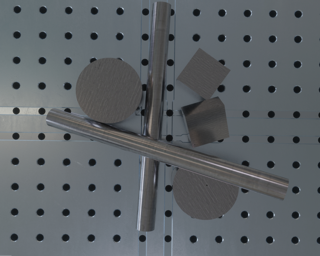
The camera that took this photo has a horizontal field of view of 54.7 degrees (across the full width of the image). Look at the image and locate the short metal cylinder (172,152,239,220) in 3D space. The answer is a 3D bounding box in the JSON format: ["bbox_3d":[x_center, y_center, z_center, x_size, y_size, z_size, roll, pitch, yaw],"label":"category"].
[{"bbox_3d":[0.056,0.072,0.401,0.081,0.050,0.079,0,90,0],"label":"short metal cylinder"}]

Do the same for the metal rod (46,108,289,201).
[{"bbox_3d":[-0.004,0.026,0.374,0.301,0.025,0.025,16,90,15],"label":"metal rod"}]

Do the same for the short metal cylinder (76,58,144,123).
[{"bbox_3d":[-0.062,-0.046,0.400,0.081,0.050,0.079,0,90,0],"label":"short metal cylinder"}]

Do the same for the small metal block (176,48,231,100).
[{"bbox_3d":[0.057,-0.070,0.414,0.050,0.025,0.050,36,90,0],"label":"small metal block"}]

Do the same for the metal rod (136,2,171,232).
[{"bbox_3d":[-0.009,-0.015,0.413,0.025,0.025,0.298,4,90,0],"label":"metal rod"}]

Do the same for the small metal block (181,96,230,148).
[{"bbox_3d":[0.059,-0.007,0.402,0.050,0.025,0.050,-17,122,0],"label":"small metal block"}]
